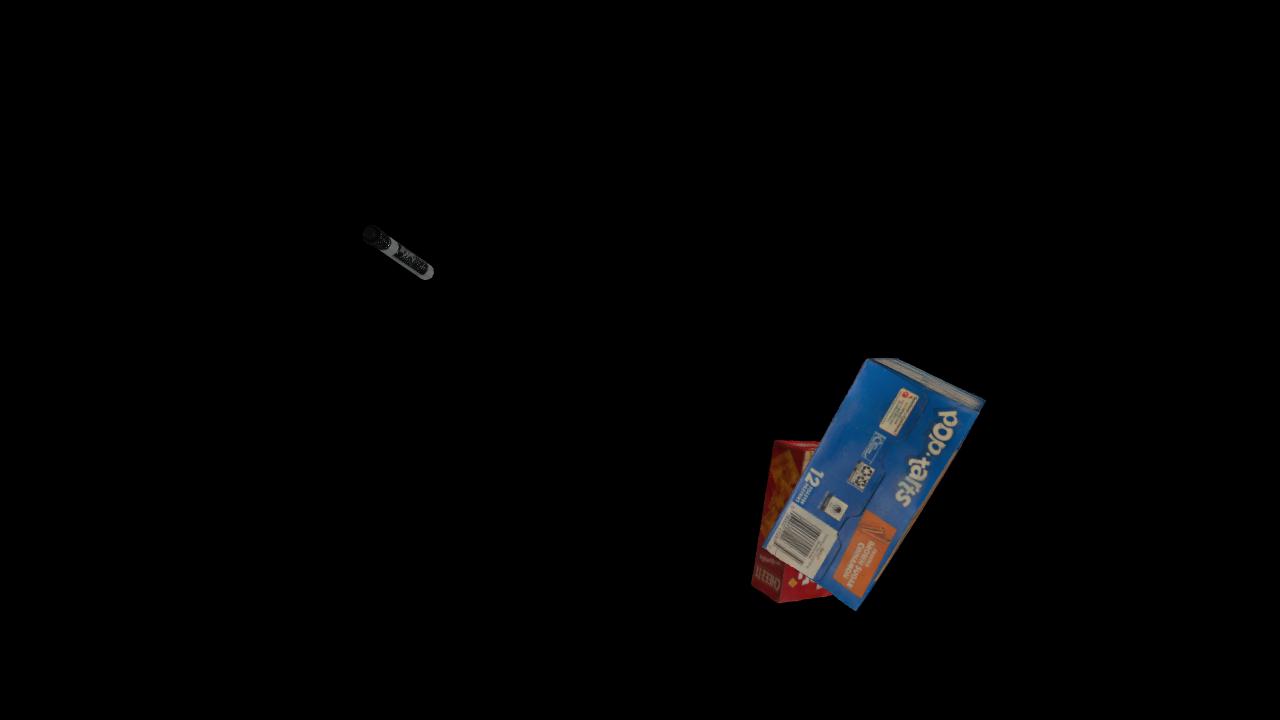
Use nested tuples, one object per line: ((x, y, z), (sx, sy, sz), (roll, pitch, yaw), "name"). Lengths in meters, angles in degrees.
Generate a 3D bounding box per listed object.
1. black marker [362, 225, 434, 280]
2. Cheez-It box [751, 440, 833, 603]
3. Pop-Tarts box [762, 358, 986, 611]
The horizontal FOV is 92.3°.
((-0.249, -0.110, 0.637), (0.020, 0.020, 0.121), (0, -10, 6), "black marker")
((0.261, 0.234, 0.910), (0.166, 0.223, 0.071), (6, 5, -31), "Cheez-It box")
((0.191, 0.088, 0.491), (0.083, 0.167, 0.141), (32, 16, 26), "Pop-Tarts box")
